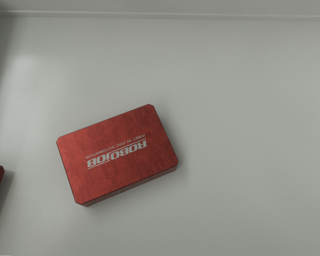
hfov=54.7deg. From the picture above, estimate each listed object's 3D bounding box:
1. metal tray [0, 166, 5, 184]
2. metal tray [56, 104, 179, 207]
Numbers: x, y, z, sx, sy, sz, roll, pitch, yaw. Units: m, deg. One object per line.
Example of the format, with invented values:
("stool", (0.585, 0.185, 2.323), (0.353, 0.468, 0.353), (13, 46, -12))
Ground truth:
("metal tray", (-0.242, 0.067, 0.326), (0.030, 0.130, 0.090), (-1, 68, 28))
("metal tray", (-0.053, 0.034, 0.394), (0.131, 0.030, 0.090), (-21, 72, -8))
